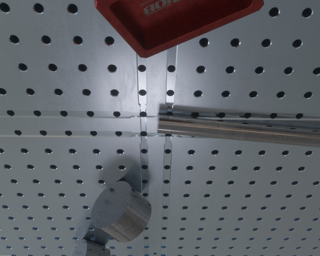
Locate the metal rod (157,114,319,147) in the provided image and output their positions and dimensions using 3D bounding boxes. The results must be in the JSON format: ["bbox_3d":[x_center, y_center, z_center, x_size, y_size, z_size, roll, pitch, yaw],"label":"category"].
[{"bbox_3d":[0.147,0.008,0.419,0.302,0.025,0.025,5,130,-5],"label":"metal rod"}]

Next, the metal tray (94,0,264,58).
[{"bbox_3d":[0.019,-0.120,0.278,0.130,0.030,0.090,-19,153,18],"label":"metal tray"}]

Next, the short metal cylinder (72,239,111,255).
[{"bbox_3d":[-0.138,0.263,0.598,0.050,0.080,0.080,29,124,-22],"label":"short metal cylinder"}]

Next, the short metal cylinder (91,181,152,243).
[{"bbox_3d":[-0.061,0.131,0.487,0.080,0.080,0.050,-28,125,21],"label":"short metal cylinder"}]
